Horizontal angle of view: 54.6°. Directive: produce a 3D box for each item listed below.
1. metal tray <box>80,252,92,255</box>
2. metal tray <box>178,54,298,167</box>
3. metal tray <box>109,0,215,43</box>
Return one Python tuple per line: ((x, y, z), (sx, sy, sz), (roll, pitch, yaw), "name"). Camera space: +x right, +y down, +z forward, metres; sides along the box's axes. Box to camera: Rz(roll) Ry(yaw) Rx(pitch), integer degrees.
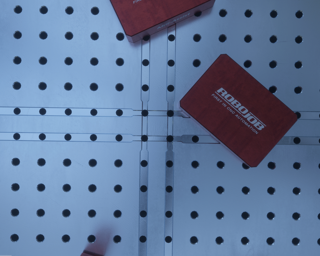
((-0.105, 0.216, 0.360), (0.030, 0.130, 0.090), (17, 90, 0), "metal tray")
((0.101, -0.022, 0.411), (0.130, 0.030, 0.090), (41, 90, 0), "metal tray")
((-0.001, -0.182, 0.411), (0.130, 0.030, 0.090), (-25, 90, 0), "metal tray")
